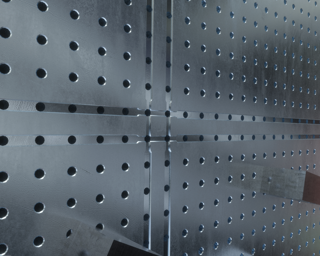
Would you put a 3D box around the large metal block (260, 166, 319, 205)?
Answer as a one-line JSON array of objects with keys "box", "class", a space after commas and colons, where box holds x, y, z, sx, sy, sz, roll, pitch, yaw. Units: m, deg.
[{"box": [0.248, 0.108, 0.579, 0.080, 0.080, 0.050, 20, 78, -38], "class": "large metal block"}]

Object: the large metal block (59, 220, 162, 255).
[{"box": [-0.050, 0.143, 0.331, 0.080, 0.080, 0.050, 35, 68, -34], "class": "large metal block"}]
